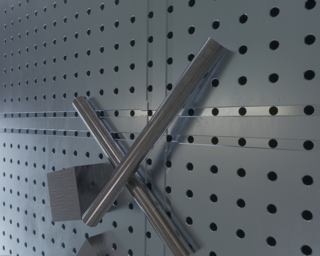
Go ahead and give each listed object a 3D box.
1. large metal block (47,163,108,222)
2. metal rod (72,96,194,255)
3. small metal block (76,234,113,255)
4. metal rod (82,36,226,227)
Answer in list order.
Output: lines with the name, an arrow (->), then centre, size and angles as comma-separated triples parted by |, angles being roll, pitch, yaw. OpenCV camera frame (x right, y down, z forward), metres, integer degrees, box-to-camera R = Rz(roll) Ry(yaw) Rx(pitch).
large metal block -> -0.136, 0.106, 0.506 | 0.080, 0.050, 0.080 | -17, 79, 38
metal rod -> -0.052, 0.059, 0.452 | 0.300, 0.025, 0.025 | 51, 120, 28
small metal block -> -0.105, 0.209, 0.496 | 0.050, 0.025, 0.050 | 46, 117, 30
metal rod -> -0.017, 0.017, 0.400 | 0.025, 0.025, 0.299 | 46, 110, 30
